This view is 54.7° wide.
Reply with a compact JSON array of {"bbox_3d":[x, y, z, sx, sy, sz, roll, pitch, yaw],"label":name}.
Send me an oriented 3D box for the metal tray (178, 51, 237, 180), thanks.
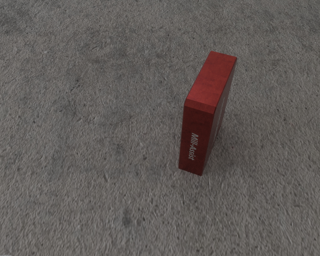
[{"bbox_3d":[0.053,-0.011,0.361,0.030,0.129,0.090,18,53,14],"label":"metal tray"}]
